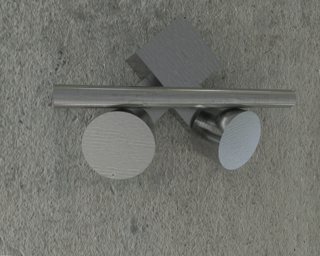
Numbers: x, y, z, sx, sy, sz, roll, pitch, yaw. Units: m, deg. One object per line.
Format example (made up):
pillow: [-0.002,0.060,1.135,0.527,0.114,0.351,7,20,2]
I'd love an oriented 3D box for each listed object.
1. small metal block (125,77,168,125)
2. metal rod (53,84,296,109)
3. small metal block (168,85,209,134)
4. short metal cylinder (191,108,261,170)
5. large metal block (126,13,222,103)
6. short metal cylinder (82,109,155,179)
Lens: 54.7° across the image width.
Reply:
small metal block: [-0.023,-0.029,0.402,0.050,0.025,0.050,-45,104,-15]
metal rod: [0.033,-0.036,0.368,0.303,0.025,0.025,-2,91,-20]
small metal block: [0.045,-0.027,0.427,0.050,0.025,0.050,-45,104,-14]
short metal cylinder: [0.089,0.009,0.415,0.081,0.050,0.079,-16,117,-33]
large metal block: [0.017,-0.085,0.401,0.080,0.050,0.080,-44,104,-15]
short metal cylinder: [-0.046,0.013,0.365,0.081,0.050,0.079,0,107,-1]
